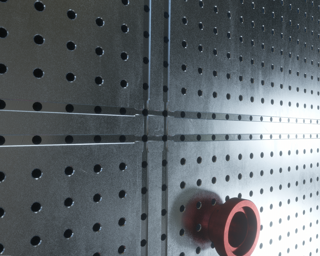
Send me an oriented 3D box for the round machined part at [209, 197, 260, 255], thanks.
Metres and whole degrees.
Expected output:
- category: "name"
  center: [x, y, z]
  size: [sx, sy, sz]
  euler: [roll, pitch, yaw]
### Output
- category: "round machined part"
  center: [0.117, 0.161, 0.499]
  size: [0.099, 0.042, 0.097]
  euler: [0, 90, -40]
